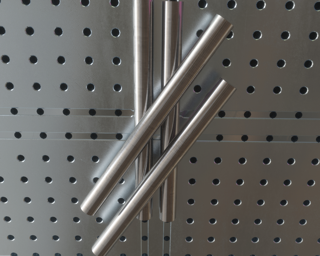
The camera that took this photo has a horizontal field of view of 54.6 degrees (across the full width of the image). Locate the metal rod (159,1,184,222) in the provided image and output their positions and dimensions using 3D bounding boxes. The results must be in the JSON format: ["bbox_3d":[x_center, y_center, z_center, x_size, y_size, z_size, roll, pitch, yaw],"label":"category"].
[{"bbox_3d":[0.013,-0.007,0.411,0.025,0.025,0.298,1,110,0],"label":"metal rod"}]

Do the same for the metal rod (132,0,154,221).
[{"bbox_3d":[-0.022,-0.010,0.410,0.025,0.025,0.298,1,110,0],"label":"metal rod"}]

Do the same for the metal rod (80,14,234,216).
[{"bbox_3d":[-0.013,-0.004,0.386,0.025,0.025,0.299,33,107,-11],"label":"metal rod"}]

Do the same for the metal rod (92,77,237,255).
[{"bbox_3d":[-0.003,0.062,0.409,0.025,0.025,0.299,33,106,-11],"label":"metal rod"}]
